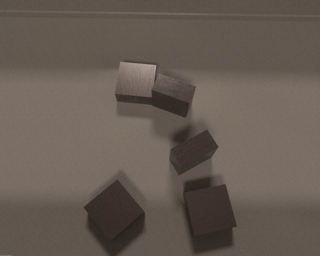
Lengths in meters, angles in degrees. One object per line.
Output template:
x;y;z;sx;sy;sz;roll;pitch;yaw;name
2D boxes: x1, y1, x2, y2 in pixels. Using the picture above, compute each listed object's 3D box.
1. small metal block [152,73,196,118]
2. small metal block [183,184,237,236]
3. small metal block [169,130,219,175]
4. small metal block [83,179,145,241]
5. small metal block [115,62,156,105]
0.017;-0.042;0.412;0.050;0.050;0.025;21;71;7;small metal block
0.059;0.099;0.374;0.050;0.025;0.050;-11;70;-4;small metal block
0.040;0.032;0.385;0.050;0.050;0.025;-27;73;-10;small metal block
-0.054;0.099;0.373;0.050;0.025;0.050;-39;75;-13;small metal block
-0.033;-0.062;0.432;0.050;0.025;0.050;6;70;2;small metal block
